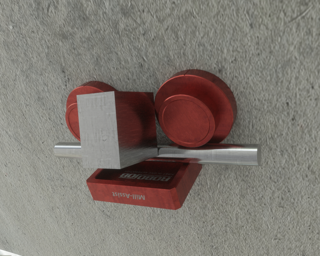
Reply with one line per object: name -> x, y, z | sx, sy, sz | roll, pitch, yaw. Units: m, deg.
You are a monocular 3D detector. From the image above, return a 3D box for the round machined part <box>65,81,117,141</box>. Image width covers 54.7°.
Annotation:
round machined part -> -0.092, -0.013, 0.433 | 0.098, 0.042, 0.097 | 13, 124, 20

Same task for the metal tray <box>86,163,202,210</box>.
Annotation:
metal tray -> -0.020, 0.062, 0.413 | 0.130, 0.090, 0.030 | -1, 118, 28

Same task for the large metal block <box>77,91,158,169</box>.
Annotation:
large metal block -> -0.046, 0.000, 0.361 | 0.050, 0.080, 0.079 | -2, 94, 28

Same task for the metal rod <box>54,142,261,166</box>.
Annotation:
metal rod -> -0.023, 0.032, 0.412 | 0.300, 0.025, 0.025 | -1, 118, 28

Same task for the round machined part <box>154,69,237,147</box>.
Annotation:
round machined part -> 0.037, -0.016, 0.366 | 0.098, 0.042, 0.097 | 13, 124, 20
